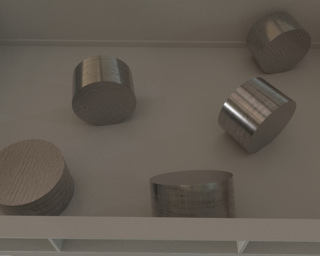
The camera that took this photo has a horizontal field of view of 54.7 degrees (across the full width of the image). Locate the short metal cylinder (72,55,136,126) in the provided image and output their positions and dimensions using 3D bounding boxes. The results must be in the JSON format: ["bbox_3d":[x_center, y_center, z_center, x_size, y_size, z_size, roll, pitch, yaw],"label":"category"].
[{"bbox_3d":[-0.074,-0.048,0.409,0.081,0.080,0.050,-7,51,-6],"label":"short metal cylinder"}]

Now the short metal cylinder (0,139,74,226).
[{"bbox_3d":[-0.140,0.059,0.338,0.080,0.050,0.080,0,50,0],"label":"short metal cylinder"}]

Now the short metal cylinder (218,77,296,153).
[{"bbox_3d":[0.119,-0.015,0.383,0.081,0.080,0.050,-29,56,-22],"label":"short metal cylinder"}]

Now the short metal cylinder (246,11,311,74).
[{"bbox_3d":[0.183,-0.132,0.481,0.081,0.080,0.050,-10,51,-9],"label":"short metal cylinder"}]

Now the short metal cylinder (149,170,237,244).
[{"bbox_3d":[0.032,0.072,0.300,0.081,0.080,0.050,-4,90,-4],"label":"short metal cylinder"}]
